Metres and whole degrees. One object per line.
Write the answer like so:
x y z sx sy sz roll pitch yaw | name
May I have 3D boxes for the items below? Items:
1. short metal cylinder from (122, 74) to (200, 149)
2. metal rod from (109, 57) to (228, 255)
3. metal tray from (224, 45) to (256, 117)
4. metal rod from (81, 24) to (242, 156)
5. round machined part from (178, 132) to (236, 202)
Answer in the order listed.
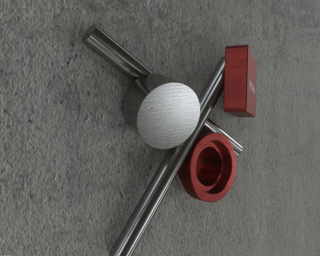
0.001 -0.021 0.373 0.081 0.050 0.079 -11 115 -24 | short metal cylinder
0.024 0.030 0.404 0.025 0.025 0.300 41 72 -33 | metal rod
0.125 -0.065 0.470 0.130 0.030 0.089 4 87 -68 | metal tray
0.023 -0.034 0.426 0.301 0.025 0.025 35 69 -35 | metal rod
0.063 0.055 0.448 0.099 0.042 0.097 0 90 -40 | round machined part
